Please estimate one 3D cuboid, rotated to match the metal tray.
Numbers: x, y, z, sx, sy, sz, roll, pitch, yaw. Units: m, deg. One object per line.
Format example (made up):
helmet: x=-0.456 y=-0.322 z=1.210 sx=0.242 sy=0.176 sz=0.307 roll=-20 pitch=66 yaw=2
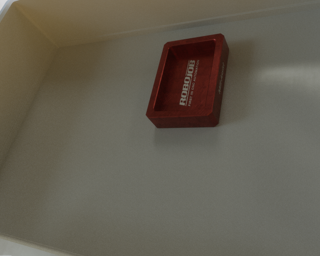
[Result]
metal tray: x=0.039 y=-0.064 z=0.421 sx=0.090 sy=0.030 sz=0.130 roll=-1 pitch=61 yaw=27
